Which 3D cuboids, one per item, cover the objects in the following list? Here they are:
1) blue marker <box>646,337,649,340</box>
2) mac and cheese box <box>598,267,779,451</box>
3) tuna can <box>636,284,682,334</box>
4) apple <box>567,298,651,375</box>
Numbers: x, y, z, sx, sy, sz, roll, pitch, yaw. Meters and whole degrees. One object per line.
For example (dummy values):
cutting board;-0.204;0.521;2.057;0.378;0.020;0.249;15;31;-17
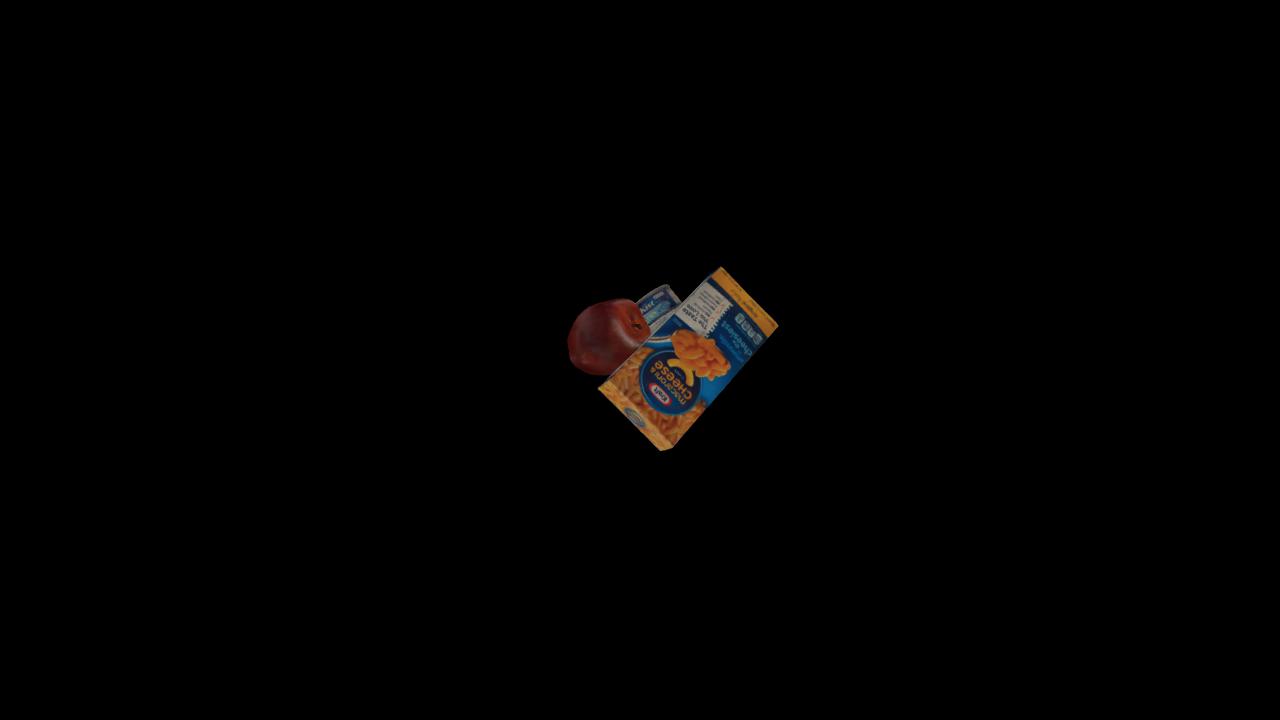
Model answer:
blue marker;0.027;-0.013;0.686;0.121;0.020;0.020;28;0;0
mac and cheese box;0.053;-0.004;0.632;0.184;0.093;0.041;-46;6;-23
tuna can;0.012;-0.053;0.751;0.084;0.034;0.084;-37;-8;-6
apple;-0.033;-0.022;0.635;0.093;0.079;0.079;-25;-15;37
